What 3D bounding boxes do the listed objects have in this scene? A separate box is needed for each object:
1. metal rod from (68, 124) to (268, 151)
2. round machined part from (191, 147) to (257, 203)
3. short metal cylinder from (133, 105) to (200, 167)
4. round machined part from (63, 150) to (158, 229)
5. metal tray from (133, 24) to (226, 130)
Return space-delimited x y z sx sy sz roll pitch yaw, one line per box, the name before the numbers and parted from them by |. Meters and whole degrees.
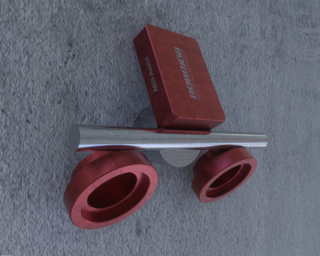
metal rod | 0.038 0.014 0.376 0.302 0.025 0.025 3 88 -40
round machined part | 0.087 0.061 0.448 0.099 0.042 0.097 -22 144 -17
short metal cylinder | 0.011 0.008 0.401 0.081 0.050 0.079 0 90 -40
round machined part | -0.055 0.059 0.330 0.099 0.042 0.097 -24 141 -21
metal tray | 0.024 -0.061 0.390 0.091 0.030 0.130 3 62 -40
